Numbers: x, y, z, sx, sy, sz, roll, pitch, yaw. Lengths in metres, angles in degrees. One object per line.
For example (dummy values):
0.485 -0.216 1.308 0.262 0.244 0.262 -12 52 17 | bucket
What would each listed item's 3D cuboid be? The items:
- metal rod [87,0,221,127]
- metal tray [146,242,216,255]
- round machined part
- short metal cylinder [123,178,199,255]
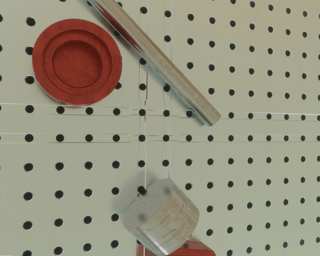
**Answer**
-0.026 -0.113 0.403 0.300 0.025 0.025 45 76 -15 | metal rod
0.018 0.223 0.418 0.091 0.030 0.129 13 86 -20 | metal tray
-0.098 -0.074 0.368 0.099 0.042 0.097 0 90 -21 | round machined part
0.002 0.109 0.385 0.080 0.080 0.050 -45 104 -15 | short metal cylinder
